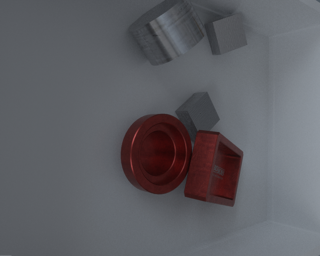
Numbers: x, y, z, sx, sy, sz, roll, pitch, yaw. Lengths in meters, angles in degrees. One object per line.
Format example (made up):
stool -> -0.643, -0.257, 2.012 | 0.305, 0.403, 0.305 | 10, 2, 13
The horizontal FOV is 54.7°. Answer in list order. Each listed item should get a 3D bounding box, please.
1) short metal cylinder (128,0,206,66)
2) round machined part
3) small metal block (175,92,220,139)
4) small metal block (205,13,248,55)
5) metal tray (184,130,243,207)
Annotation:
short metal cylinder -> 0.009, -0.121, 0.380 | 0.080, 0.080, 0.050 | -51, 120, -28
round machined part -> -0.009, 0.031, 0.390 | 0.099, 0.042, 0.097 | 0, 90, -40
small metal block -> 0.056, -0.018, 0.456 | 0.050, 0.025, 0.050 | -44, 117, -31
small metal block -> 0.104, -0.146, 0.484 | 0.050, 0.025, 0.050 | -23, 108, -16
metal tray -> 0.083, 0.063, 0.448 | 0.130, 0.030, 0.090 | 30, 70, -57
